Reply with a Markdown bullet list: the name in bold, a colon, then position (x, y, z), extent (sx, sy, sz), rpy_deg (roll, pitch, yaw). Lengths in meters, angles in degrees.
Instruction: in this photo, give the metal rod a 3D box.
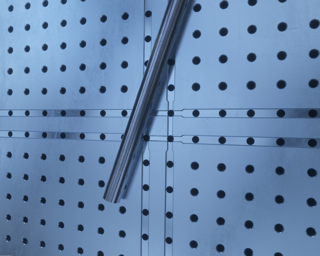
- **metal rod**: position (-0.020, -0.040, 0.419), extent (0.025, 0.025, 0.298), rpy_deg (21, 97, 19)
